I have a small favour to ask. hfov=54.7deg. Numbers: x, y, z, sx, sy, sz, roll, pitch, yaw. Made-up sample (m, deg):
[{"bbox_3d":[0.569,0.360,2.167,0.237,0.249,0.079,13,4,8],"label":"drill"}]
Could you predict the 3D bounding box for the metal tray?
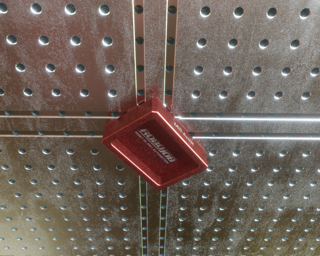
[{"bbox_3d":[-0.004,0.028,0.432,0.090,0.030,0.130,-29,125,22],"label":"metal tray"}]
